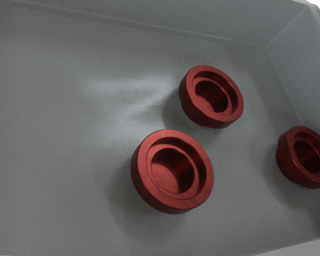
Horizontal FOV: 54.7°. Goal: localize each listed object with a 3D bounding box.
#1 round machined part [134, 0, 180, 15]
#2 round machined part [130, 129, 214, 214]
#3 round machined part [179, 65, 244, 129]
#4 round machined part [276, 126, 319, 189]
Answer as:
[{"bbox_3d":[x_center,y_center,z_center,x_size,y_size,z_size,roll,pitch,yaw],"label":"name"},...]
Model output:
[{"bbox_3d":[-0.006,-0.252,0.547,0.099,0.042,0.098,14,56,-21],"label":"round machined part"},{"bbox_3d":[0.011,0.054,0.368,0.099,0.042,0.098,14,56,-21],"label":"round machined part"},{"bbox_3d":[0.071,-0.041,0.458,0.099,0.042,0.098,14,56,-21],"label":"round machined part"},{"bbox_3d":[0.223,0.049,0.484,0.099,0.042,0.098,14,56,-21],"label":"round machined part"}]
